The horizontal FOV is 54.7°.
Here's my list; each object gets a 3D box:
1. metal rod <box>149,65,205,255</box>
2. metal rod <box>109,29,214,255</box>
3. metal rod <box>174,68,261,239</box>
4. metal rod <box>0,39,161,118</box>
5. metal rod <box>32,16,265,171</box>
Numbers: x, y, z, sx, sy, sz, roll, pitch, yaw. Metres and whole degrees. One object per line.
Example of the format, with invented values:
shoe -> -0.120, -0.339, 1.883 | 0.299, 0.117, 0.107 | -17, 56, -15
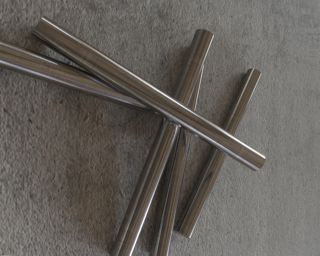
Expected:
metal rod -> 0.028, 0.024, 0.427 | 0.025, 0.025, 0.299 | 19, 78, -39
metal rod -> 0.005, 0.017, 0.382 | 0.025, 0.025, 0.299 | 26, 82, -37
metal rod -> 0.098, 0.026, 0.486 | 0.025, 0.025, 0.300 | 43, 64, -32
metal rod -> -0.096, -0.054, 0.323 | 0.302, 0.025, 0.025 | 16, 80, -39
metal rod -> 0.003, -0.028, 0.353 | 0.301, 0.025, 0.025 | 30, 70, -18
